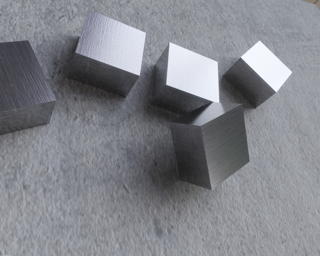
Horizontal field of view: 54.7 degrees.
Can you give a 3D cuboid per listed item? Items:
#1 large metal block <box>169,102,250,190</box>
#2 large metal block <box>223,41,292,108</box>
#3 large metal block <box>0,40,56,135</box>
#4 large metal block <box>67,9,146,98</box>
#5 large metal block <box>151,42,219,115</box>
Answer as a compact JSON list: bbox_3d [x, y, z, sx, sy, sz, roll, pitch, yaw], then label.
[{"bbox_3d":[0.064,0.018,0.389,0.081,0.050,0.079,-26,112,-37],"label":"large metal block"},{"bbox_3d":[0.171,-0.094,0.540,0.080,0.050,0.080,46,51,3],"label":"large metal block"},{"bbox_3d":[-0.167,-0.040,0.323,0.081,0.050,0.080,-18,71,-35],"label":"large metal block"},{"bbox_3d":[-0.069,-0.098,0.411,0.081,0.050,0.080,17,55,-19],"label":"large metal block"},{"bbox_3d":[0.037,-0.066,0.449,0.081,0.050,0.080,17,55,-19],"label":"large metal block"}]
